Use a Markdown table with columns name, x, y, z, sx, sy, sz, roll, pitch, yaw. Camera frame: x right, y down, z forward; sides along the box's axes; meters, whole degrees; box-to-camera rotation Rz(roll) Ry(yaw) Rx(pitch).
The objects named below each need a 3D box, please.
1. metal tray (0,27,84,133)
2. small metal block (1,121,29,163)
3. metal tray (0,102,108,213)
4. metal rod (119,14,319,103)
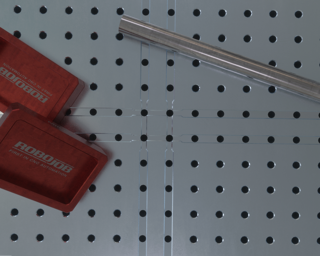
| name | x | y | z | sx | sy | sz | roll | pitch | yaw |
| --- | --- | --- | --- | --- | --- | --- | --- | --- | --- |
| metal tray | -0.180 | -0.060 | 0.409 | 0.130 | 0.030 | 0.090 | 33 | 90 | 0 |
| small metal block | -0.197 | 0.018 | 0.399 | 0.025 | 0.050 | 0.050 | -36 | 90 | 0 |
| metal tray | -0.141 | 0.040 | 0.376 | 0.130 | 0.030 | 0.090 | 35 | 90 | -34 |
| metal rod | 0.092 | -0.090 | 0.413 | 0.301 | 0.025 | 0.025 | 19 | 90 | 0 |
